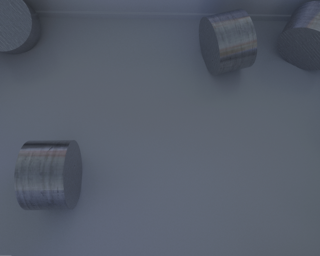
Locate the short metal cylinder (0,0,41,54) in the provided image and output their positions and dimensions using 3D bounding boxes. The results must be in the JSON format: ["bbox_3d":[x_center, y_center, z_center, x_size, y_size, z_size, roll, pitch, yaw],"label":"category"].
[{"bbox_3d":[-0.213,-0.145,0.429,0.081,0.050,0.079,-1,99,-8],"label":"short metal cylinder"}]

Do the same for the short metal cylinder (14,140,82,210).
[{"bbox_3d":[-0.125,0.054,0.359,0.050,0.080,0.080,-1,70,-1],"label":"short metal cylinder"}]

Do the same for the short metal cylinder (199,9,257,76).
[{"bbox_3d":[0.091,-0.117,0.424,0.050,0.080,0.080,-15,71,-6],"label":"short metal cylinder"}]

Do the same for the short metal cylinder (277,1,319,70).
[{"bbox_3d":[0.212,-0.126,0.429,0.080,0.080,0.050,30,73,10],"label":"short metal cylinder"}]
